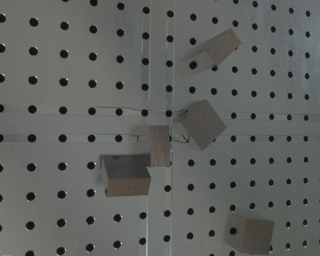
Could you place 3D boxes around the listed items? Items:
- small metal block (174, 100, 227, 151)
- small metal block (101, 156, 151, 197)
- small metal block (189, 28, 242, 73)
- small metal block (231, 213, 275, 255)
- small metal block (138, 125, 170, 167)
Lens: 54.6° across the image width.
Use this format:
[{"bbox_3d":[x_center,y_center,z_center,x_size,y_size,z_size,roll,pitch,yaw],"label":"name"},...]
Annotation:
[{"bbox_3d":[0.057,-0.004,0.433,0.050,0.025,0.050,-42,103,-15],"label":"small metal block"},{"bbox_3d":[-0.043,0.058,0.380,0.050,0.050,0.025,2,115,-20],"label":"small metal block"},{"bbox_3d":[0.075,-0.106,0.426,0.050,0.050,0.025,-44,104,-15],"label":"small metal block"},{"bbox_3d":[0.139,0.159,0.464,0.050,0.025,0.050,13,86,-20],"label":"small metal block"},{"bbox_3d":[-0.009,0.022,0.396,0.025,0.050,0.050,-1,91,-20],"label":"small metal block"}]
